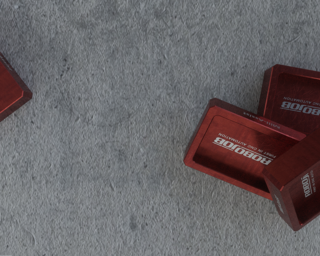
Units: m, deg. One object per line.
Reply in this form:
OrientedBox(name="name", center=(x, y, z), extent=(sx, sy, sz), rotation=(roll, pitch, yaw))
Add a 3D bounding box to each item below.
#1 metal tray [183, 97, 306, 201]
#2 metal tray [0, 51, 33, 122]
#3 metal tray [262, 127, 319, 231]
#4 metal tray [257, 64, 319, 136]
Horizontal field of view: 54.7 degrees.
OrientedBox(name="metal tray", center=(0.106, 0.028, 0.389), extent=(0.131, 0.030, 0.089), rotation=(22, 116, 0))
OrientedBox(name="metal tray", center=(-0.245, -0.067, 0.405), extent=(0.090, 0.030, 0.130), rotation=(-37, 90, 0))
OrientedBox(name="metal tray", center=(0.178, 0.064, 0.367), extent=(0.090, 0.030, 0.130), rotation=(-36, 134, 0))
OrientedBox(name="metal tray", center=(0.200, -0.027, 0.408), extent=(0.131, 0.030, 0.089), rotation=(10, 90, 0))
